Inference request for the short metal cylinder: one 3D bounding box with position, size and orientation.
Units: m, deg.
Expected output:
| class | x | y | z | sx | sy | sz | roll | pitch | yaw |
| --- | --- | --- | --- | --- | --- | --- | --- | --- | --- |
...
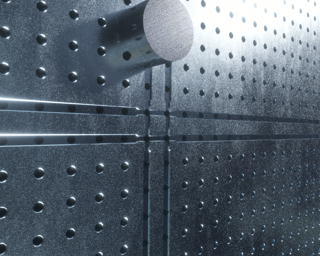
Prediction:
| class | x | y | z | sx | sy | sz | roll | pitch | yaw |
| --- | --- | --- | --- | --- | --- | --- | --- | --- | --- |
| short metal cylinder | -0.004 | -0.120 | 0.389 | 0.081 | 0.050 | 0.079 | 0 | 90 | -40 |
